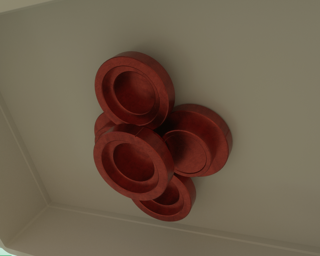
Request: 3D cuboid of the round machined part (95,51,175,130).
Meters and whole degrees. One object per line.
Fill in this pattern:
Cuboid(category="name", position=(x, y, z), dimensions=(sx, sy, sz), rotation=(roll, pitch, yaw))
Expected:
Cuboid(category="round machined part", position=(-0.027, -0.046, 0.379), dimensions=(0.098, 0.042, 0.097), rotation=(13, 124, 20))

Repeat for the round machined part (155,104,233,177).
Cuboid(category="round machined part", position=(0.037, 0.022, 0.388), dimensions=(0.098, 0.042, 0.097), rotation=(13, 124, 20))

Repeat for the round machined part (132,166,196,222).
Cuboid(category="round machined part", position=(0.005, 0.082, 0.442), dimensions=(0.098, 0.042, 0.097), rotation=(13, 124, 20))

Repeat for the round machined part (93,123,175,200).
Cuboid(category="round machined part", position=(-0.028, 0.037, 0.376), dimensions=(0.098, 0.042, 0.097), rotation=(13, 124, 20))

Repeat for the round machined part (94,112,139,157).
Cuboid(category="round machined part", position=(-0.051, 0.019, 0.432), dimensions=(0.098, 0.042, 0.097), rotation=(13, 124, 20))
